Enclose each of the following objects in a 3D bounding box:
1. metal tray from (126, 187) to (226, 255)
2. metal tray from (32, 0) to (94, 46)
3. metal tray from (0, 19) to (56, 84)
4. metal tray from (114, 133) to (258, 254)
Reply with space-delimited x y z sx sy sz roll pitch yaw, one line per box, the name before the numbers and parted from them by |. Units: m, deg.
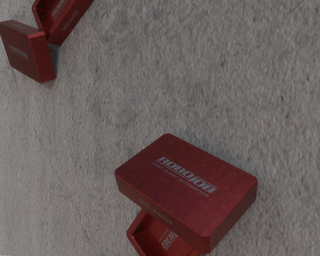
metal tray | 0.018 0.122 0.378 0.090 0.030 0.129 47 123 29
metal tray | -0.170 -0.220 0.538 0.130 0.030 0.090 -38 67 33
metal tray | -0.251 -0.145 0.580 0.130 0.030 0.089 27 134 36
metal tray | 0.026 0.062 0.338 0.130 0.091 0.030 27 139 36
